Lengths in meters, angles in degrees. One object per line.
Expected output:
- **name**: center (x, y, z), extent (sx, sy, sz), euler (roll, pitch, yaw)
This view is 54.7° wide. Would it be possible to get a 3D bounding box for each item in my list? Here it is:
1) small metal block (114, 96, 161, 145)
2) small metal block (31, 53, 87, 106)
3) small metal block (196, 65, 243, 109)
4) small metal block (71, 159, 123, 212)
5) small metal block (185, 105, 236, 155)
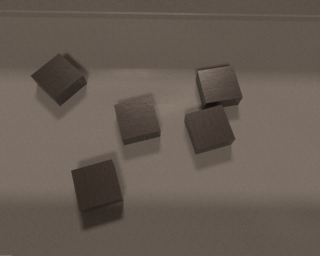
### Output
- **small metal block**: center (-0.030, -0.009, 0.413), extent (0.050, 0.025, 0.050), euler (-14, 71, -6)
- **small metal block**: center (-0.140, -0.067, 0.433), extent (0.050, 0.025, 0.050), euler (42, 75, 13)
- **small metal block**: center (0.081, -0.056, 0.431), extent (0.050, 0.025, 0.050), euler (-10, 70, -4)
- **small metal block**: center (-0.077, 0.072, 0.382), extent (0.050, 0.025, 0.050), euler (-15, 71, -6)
- **small metal block**: center (0.065, 0.002, 0.410), extent (0.050, 0.025, 0.050), euler (-15, 71, -6)
